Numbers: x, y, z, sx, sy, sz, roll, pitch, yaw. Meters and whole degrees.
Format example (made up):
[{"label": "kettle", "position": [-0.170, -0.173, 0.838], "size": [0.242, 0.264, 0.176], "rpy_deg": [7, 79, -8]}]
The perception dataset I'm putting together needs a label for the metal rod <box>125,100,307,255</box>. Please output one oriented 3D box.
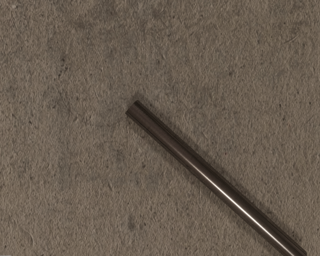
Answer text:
[{"label": "metal rod", "position": [0.074, 0.072, 0.411], "size": [0.300, 0.025, 0.025], "rpy_deg": [42, 90, -1]}]
